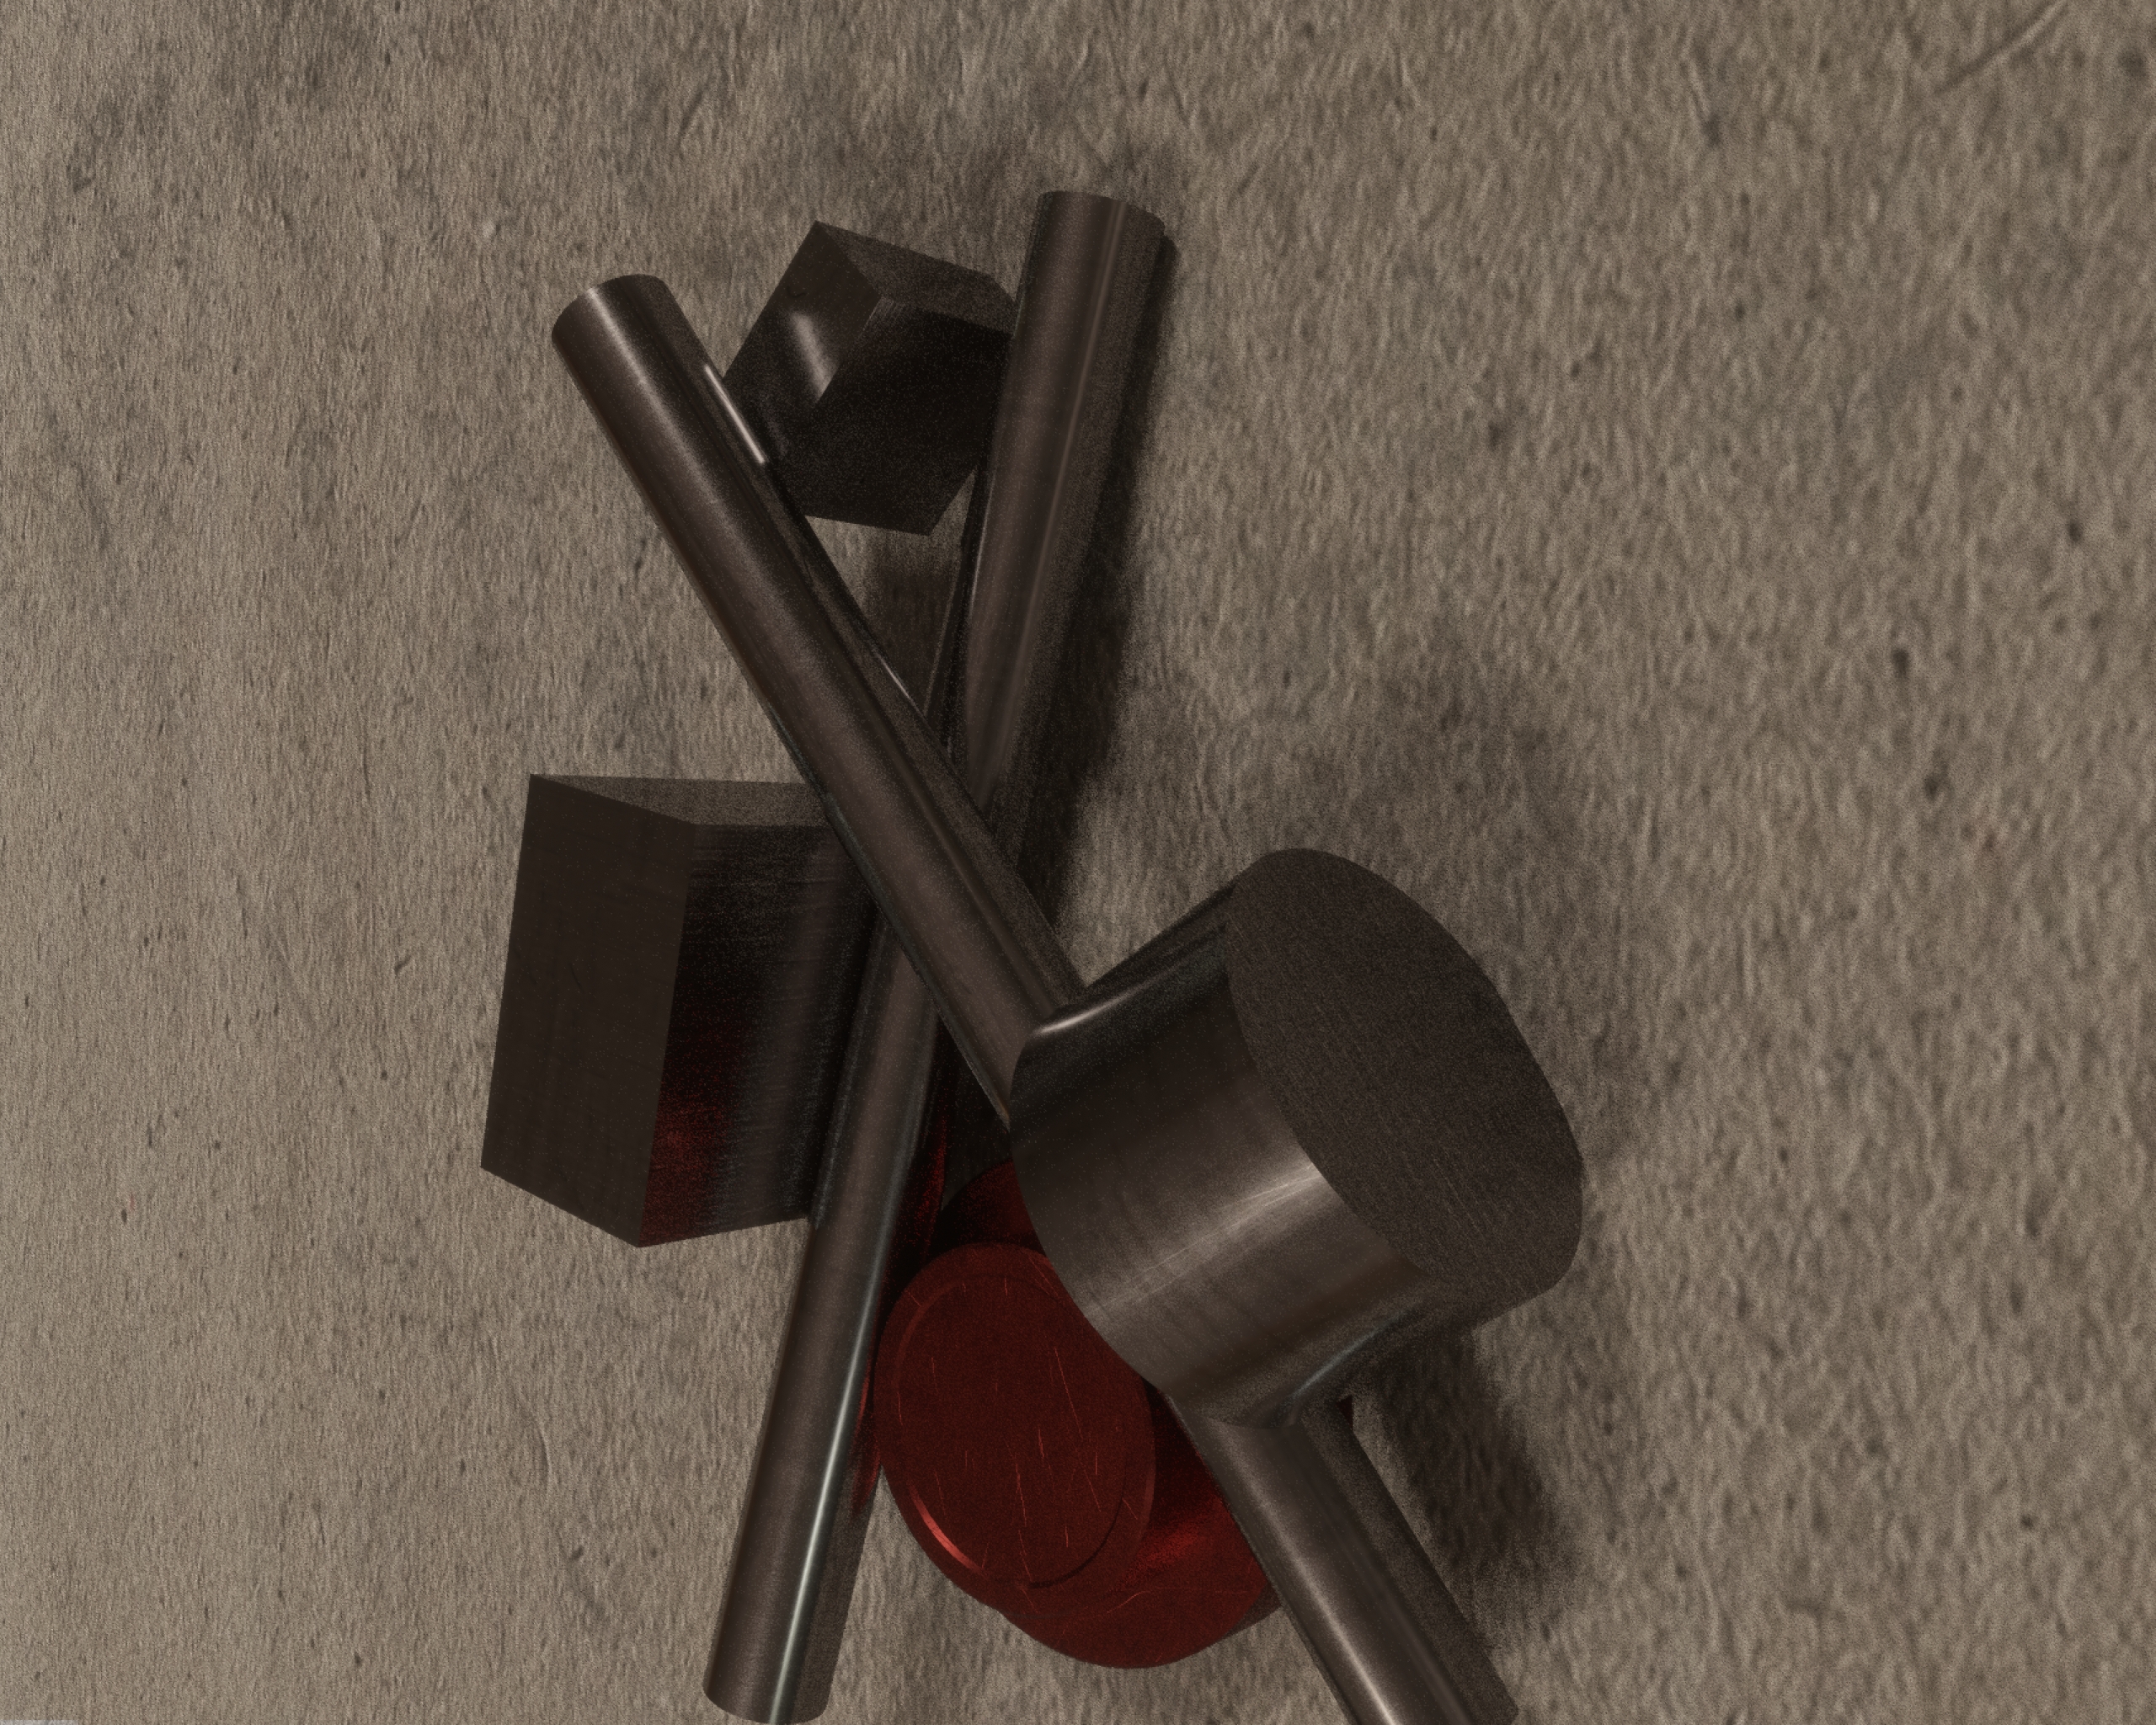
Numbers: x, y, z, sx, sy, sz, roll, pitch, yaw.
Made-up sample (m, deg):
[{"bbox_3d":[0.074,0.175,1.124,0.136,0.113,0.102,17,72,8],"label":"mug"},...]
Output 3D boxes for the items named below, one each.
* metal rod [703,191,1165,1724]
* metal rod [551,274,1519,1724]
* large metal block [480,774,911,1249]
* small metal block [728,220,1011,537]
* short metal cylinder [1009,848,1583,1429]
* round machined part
[{"bbox_3d":[-0.029,0.020,0.408,0.025,0.025,0.298,15,93,38],"label":"metal rod"},{"bbox_3d":[-0.015,0.019,0.372,0.025,0.025,0.299,-39,75,33],"label":"metal rod"},{"bbox_3d":[-0.068,0.027,0.424,0.050,0.081,0.079,15,100,39],"label":"large metal block"},{"bbox_3d":[-0.041,-0.096,0.421,0.050,0.050,0.025,-52,60,27],"label":"small metal block"},{"bbox_3d":[0.036,0.045,0.340,0.050,0.081,0.080,-39,67,33],"label":"short metal cylinder"},{"bbox_3d":[0.000,0.103,0.395,0.098,0.042,0.097,0,90,39],"label":"round machined part"}]
